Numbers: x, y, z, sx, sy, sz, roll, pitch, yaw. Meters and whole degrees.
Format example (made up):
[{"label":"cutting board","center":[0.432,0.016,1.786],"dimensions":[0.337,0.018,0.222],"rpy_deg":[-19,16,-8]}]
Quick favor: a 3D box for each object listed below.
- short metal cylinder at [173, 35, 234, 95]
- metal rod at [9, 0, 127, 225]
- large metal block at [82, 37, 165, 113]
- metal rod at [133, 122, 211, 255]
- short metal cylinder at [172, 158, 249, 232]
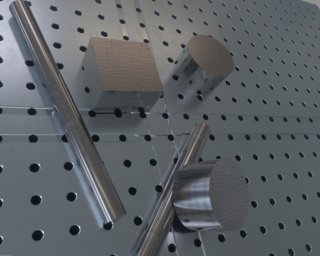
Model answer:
[{"label":"short metal cylinder","center":[0.068,-0.099,0.490],"dimensions":[0.081,0.050,0.080],"rpy_deg":[14,56,-21]},{"label":"metal rod","center":[-0.115,-0.031,0.364],"dimensions":[0.025,0.025,0.299],"rpy_deg":[-18,71,-35]},{"label":"large metal block","center":[-0.050,-0.068,0.406],"dimensions":[0.081,0.050,0.080],"rpy_deg":[-3,63,-30]},{"label":"metal rod","center":[0.002,0.103,0.345],"dimensions":[0.025,0.025,0.301],"rpy_deg":[34,51,-6]},{"label":"short metal cylinder","center":[0.060,0.077,0.359],"dimensions":[0.080,0.050,0.080],"rpy_deg":[17,66,-43]}]
